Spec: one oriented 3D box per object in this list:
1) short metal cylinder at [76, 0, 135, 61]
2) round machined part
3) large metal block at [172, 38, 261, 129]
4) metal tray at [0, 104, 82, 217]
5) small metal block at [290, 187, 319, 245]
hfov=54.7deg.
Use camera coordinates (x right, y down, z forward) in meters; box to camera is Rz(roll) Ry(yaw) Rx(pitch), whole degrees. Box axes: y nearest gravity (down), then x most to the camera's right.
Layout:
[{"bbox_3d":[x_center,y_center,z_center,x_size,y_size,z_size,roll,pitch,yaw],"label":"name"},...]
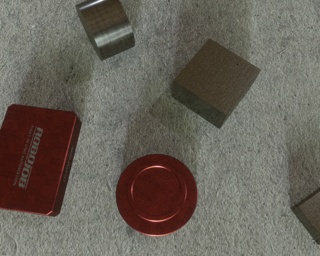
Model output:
[{"bbox_3d":[-0.075,-0.140,0.430,0.050,0.080,0.080,-27,72,-9],"label":"short metal cylinder"},{"bbox_3d":[-0.004,0.078,0.371,0.099,0.042,0.098,0,70,0],"label":"round machined part"},{"bbox_3d":[0.074,-0.059,0.417,0.080,0.050,0.080,36,74,12],"label":"large metal block"},{"bbox_3d":[-0.160,0.039,0.390,0.091,0.030,0.130,8,70,2],"label":"metal tray"},{"bbox_3d":[0.197,0.104,0.372,0.050,0.025,0.050,-31,73,-11],"label":"small metal block"}]
